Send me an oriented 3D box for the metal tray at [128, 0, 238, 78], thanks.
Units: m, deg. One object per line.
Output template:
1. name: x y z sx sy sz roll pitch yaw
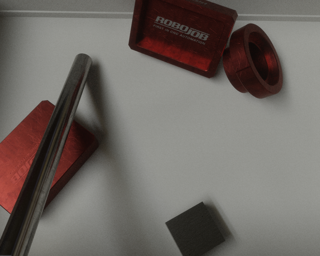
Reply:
1. metal tray: 0.028 -0.132 0.422 0.131 0.089 0.030 22 40 7

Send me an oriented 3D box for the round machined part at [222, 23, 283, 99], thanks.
1. round machined part: 0.121 -0.085 0.415 0.099 0.042 0.098 19 63 -40

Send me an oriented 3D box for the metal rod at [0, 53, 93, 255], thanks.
1. metal rod: -0.116 0.012 0.342 0.025 0.025 0.300 3 46 1

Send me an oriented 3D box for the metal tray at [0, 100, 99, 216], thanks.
1. metal tray: -0.154 0.039 0.391 0.090 0.030 0.130 35 73 11

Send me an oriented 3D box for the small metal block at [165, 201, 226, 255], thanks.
1. small metal block: 0.040 0.123 0.365 0.050 0.025 0.050 -27 73 -10
